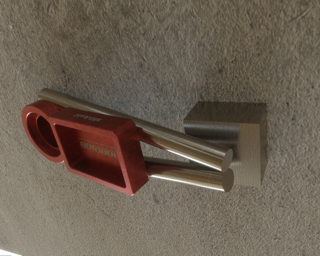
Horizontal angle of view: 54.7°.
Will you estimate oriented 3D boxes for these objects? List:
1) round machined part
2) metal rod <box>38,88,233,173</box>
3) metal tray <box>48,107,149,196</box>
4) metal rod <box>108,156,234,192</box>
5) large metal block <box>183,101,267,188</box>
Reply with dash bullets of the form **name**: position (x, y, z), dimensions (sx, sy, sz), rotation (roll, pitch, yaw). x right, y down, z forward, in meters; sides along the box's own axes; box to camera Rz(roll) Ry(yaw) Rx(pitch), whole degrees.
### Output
- **round machined part**: position (-0.161, 0.001, 0.473), dimensions (0.098, 0.042, 0.097), rotation (21, 129, 28)
- **metal rod**: position (-0.053, -0.008, 0.388), dimensions (0.300, 0.025, 0.025), rotation (19, 127, 32)
- **metal tray**: position (-0.080, 0.026, 0.395), dimensions (0.130, 0.030, 0.089), rotation (11, 124, 37)
- **metal rod**: position (-0.043, 0.047, 0.417), dimensions (0.300, 0.025, 0.025), rotation (3, 121, 41)
- **large metal block**: position (0.078, 0.017, 0.358), dimensions (0.080, 0.050, 0.079), rotation (4, 120, 26)
